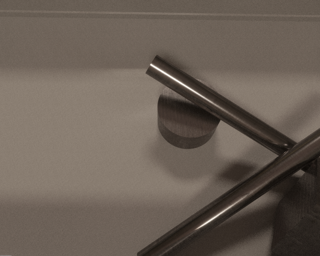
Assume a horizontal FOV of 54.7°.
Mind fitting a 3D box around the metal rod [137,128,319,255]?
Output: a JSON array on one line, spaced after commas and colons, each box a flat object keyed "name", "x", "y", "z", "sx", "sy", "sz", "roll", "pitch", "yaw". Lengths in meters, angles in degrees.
[{"name": "metal rod", "x": 0.104, "y": 0.068, "z": 0.350, "sx": 0.301, "sy": 0.025, "sz": 0.025, "roll": -35, "pitch": 74, "yaw": 2}]

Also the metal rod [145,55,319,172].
[{"name": "metal rod", "x": 0.118, "y": 0.004, "z": 0.369, "sx": 0.301, "sy": 0.025, "sz": 0.025, "roll": 31, "pitch": 72, "yaw": -6}]

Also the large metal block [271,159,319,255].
[{"name": "large metal block", "x": 0.168, "y": 0.094, "z": 0.331, "sx": 0.050, "sy": 0.079, "sz": 0.080, "roll": 30, "pitch": 35, "yaw": 10}]

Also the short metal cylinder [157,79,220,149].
[{"name": "short metal cylinder", "x": 0.037, "y": -0.018, "z": 0.403, "sx": 0.081, "sy": 0.050, "sz": 0.080, "roll": 0, "pitch": 70, "yaw": 0}]
